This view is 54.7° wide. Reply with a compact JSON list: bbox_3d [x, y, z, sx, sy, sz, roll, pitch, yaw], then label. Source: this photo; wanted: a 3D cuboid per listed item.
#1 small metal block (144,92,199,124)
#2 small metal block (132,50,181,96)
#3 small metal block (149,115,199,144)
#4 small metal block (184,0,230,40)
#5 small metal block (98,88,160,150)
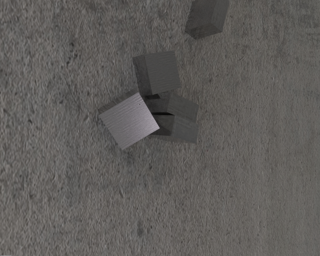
[{"bbox_3d":[0.013,-0.024,0.399,0.050,0.050,0.025,20,78,-39],"label":"small metal block"},{"bbox_3d":[-0.003,-0.071,0.401,0.050,0.025,0.050,-19,102,-38],"label":"small metal block"},{"bbox_3d":[0.014,0.002,0.396,0.050,0.050,0.025,18,79,-46],"label":"small metal block"},{"bbox_3d":[0.067,-0.160,0.444,0.025,0.050,0.050,24,75,-38],"label":"small metal block"},{"bbox_3d":[-0.036,-0.011,0.359,0.050,0.025,0.050,-31,113,-2],"label":"small metal block"}]
